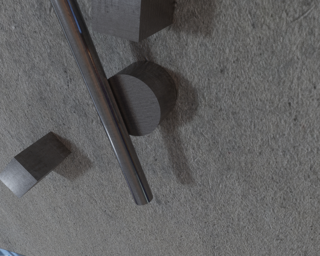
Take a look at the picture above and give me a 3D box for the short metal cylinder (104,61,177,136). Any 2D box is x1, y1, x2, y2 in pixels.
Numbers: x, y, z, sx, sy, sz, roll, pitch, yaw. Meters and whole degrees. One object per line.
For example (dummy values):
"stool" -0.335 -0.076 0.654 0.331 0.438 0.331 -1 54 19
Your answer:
"short metal cylinder" -0.025 -0.037 0.381 0.080 0.050 0.079 13 124 21

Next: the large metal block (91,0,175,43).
"large metal block" -0.022 -0.137 0.298 0.050 0.080 0.079 19 126 17

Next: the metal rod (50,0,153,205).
"metal rod" -0.066 -0.036 0.354 0.025 0.025 0.298 -5 116 30

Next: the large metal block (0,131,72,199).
"large metal block" -0.209 0.062 0.520 0.050 0.080 0.080 48 129 -6
